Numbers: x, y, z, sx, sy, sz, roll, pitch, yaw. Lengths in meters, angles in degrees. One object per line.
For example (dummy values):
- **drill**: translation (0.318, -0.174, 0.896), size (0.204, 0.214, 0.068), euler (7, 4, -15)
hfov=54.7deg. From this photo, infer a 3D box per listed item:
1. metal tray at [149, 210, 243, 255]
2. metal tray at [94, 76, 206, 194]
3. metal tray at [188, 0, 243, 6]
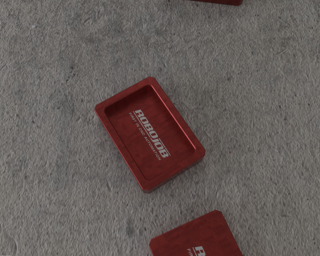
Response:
- **metal tray**: translation (0.053, 0.169, 0.344), size (0.091, 0.030, 0.130), euler (-22, 72, -8)
- **metal tray**: translation (-0.014, 0.007, 0.402), size (0.090, 0.030, 0.130), euler (-30, 73, -11)
- **metal tray**: translation (0.071, -0.248, 0.496), size (0.131, 0.030, 0.090), euler (8, 70, 2)
